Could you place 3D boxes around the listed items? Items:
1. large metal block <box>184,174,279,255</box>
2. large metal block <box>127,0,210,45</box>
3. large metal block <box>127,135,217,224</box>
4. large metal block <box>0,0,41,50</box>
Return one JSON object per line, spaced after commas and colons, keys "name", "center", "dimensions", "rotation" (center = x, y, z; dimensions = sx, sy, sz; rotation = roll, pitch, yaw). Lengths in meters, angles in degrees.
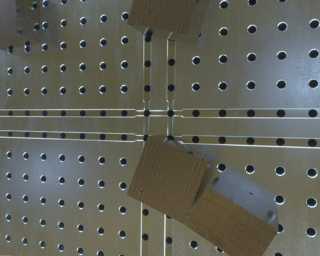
{"name": "large metal block", "center": [0.084, 0.101, 0.354], "dimensions": [0.080, 0.080, 0.050], "rotation": [31, 100, 17]}
{"name": "large metal block", "center": [0.014, -0.158, 0.395], "dimensions": [0.080, 0.050, 0.080], "rotation": [17, 96, 19]}
{"name": "large metal block", "center": [0.016, 0.061, 0.394], "dimensions": [0.080, 0.050, 0.080], "rotation": [23, 98, 18]}
{"name": "large metal block", "center": [-0.237, -0.172, 0.484], "dimensions": [0.080, 0.050, 0.080], "rotation": [-3, 89, 20]}
